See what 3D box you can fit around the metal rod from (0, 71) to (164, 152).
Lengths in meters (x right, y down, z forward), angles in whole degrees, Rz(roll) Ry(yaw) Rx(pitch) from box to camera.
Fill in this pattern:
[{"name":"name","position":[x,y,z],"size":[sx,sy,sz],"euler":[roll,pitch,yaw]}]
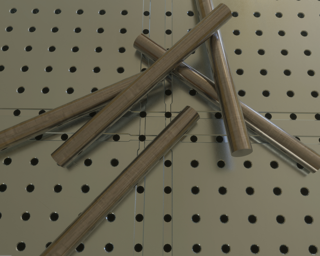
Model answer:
[{"name":"metal rod","position":[-0.135,-0.015,0.415],"size":[0.302,0.025,0.025],"euler":[-25,72,-9]}]

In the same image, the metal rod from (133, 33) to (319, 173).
[{"name":"metal rod","position":[0.086,-0.040,0.427],"size":[0.300,0.025,0.025],"euler":[37,74,12]}]

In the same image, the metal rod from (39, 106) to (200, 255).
[{"name":"metal rod","position":[-0.058,0.082,0.380],"size":[0.025,0.025,0.301],"euler":[41,75,13]}]

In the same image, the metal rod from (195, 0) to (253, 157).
[{"name":"metal rod","position":[0.080,-0.103,0.430],"size":[0.025,0.025,0.299],"euler":[-6,63,-3]}]

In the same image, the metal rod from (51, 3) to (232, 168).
[{"name":"metal rod","position":[-0.020,-0.059,0.410],"size":[0.300,0.025,0.025],"euler":[-43,76,-6]}]
